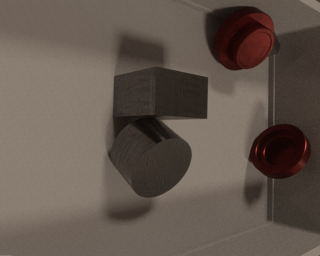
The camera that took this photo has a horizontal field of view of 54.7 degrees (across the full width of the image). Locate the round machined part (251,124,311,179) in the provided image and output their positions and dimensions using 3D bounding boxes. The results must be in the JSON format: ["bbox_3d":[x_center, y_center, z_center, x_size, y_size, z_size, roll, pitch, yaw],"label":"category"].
[{"bbox_3d":[0.214,0.045,0.542,0.042,0.098,0.098,38,67,-34],"label":"round machined part"}]

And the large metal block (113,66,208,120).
[{"bbox_3d":[0.000,-0.037,0.373,0.081,0.080,0.050,3,88,-40],"label":"large metal block"}]

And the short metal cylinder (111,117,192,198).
[{"bbox_3d":[-0.010,0.034,0.363,0.081,0.050,0.079,-21,130,-27],"label":"short metal cylinder"}]

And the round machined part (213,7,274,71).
[{"bbox_3d":[0.135,-0.130,0.477,0.099,0.042,0.097,-18,137,-17],"label":"round machined part"}]

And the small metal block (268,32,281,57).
[{"bbox_3d":[0.173,-0.148,0.535,0.050,0.050,0.025,53,48,-28],"label":"small metal block"}]
